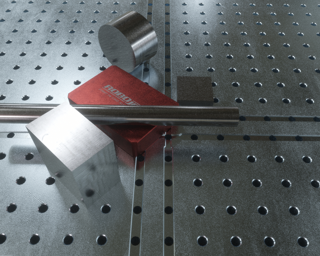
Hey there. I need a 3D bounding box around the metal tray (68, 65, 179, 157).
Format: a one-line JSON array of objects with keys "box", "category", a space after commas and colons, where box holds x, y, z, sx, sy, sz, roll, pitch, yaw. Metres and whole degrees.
[{"box": [-0.050, -0.029, 0.428, 0.130, 0.030, 0.090, 34, 57, 24], "category": "metal tray"}]

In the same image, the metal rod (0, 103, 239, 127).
[{"box": [-0.057, -0.016, 0.380, 0.302, 0.025, 0.025, 1, 50, 0], "category": "metal rod"}]

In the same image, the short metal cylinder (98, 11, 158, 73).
[{"box": [-0.050, -0.134, 0.484, 0.080, 0.080, 0.050, 33, 57, 24], "category": "short metal cylinder"}]

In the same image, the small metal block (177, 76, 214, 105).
[{"box": [0.049, -0.049, 0.449, 0.050, 0.025, 0.050, 1, 50, 1], "category": "small metal block"}]

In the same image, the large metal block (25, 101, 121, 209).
[{"box": [-0.093, 0.030, 0.345, 0.080, 0.080, 0.050, 36, 59, 26], "category": "large metal block"}]
